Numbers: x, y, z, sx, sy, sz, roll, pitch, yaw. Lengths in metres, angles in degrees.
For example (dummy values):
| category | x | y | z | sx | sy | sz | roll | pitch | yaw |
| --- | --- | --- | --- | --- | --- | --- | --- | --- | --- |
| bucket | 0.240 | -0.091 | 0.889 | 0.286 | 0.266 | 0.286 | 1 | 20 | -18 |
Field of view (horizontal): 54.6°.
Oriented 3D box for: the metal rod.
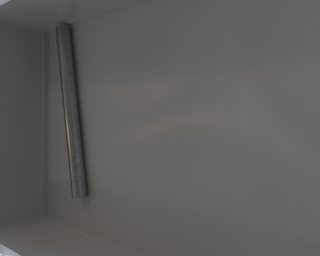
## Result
| category | x | y | z | sx | sy | sz | roll | pitch | yaw |
| --- | --- | --- | --- | --- | --- | --- | --- | --- | --- |
| metal rod | -0.154 | -0.031 | 0.535 | 0.025 | 0.025 | 0.299 | -12 | 82 | 39 |
